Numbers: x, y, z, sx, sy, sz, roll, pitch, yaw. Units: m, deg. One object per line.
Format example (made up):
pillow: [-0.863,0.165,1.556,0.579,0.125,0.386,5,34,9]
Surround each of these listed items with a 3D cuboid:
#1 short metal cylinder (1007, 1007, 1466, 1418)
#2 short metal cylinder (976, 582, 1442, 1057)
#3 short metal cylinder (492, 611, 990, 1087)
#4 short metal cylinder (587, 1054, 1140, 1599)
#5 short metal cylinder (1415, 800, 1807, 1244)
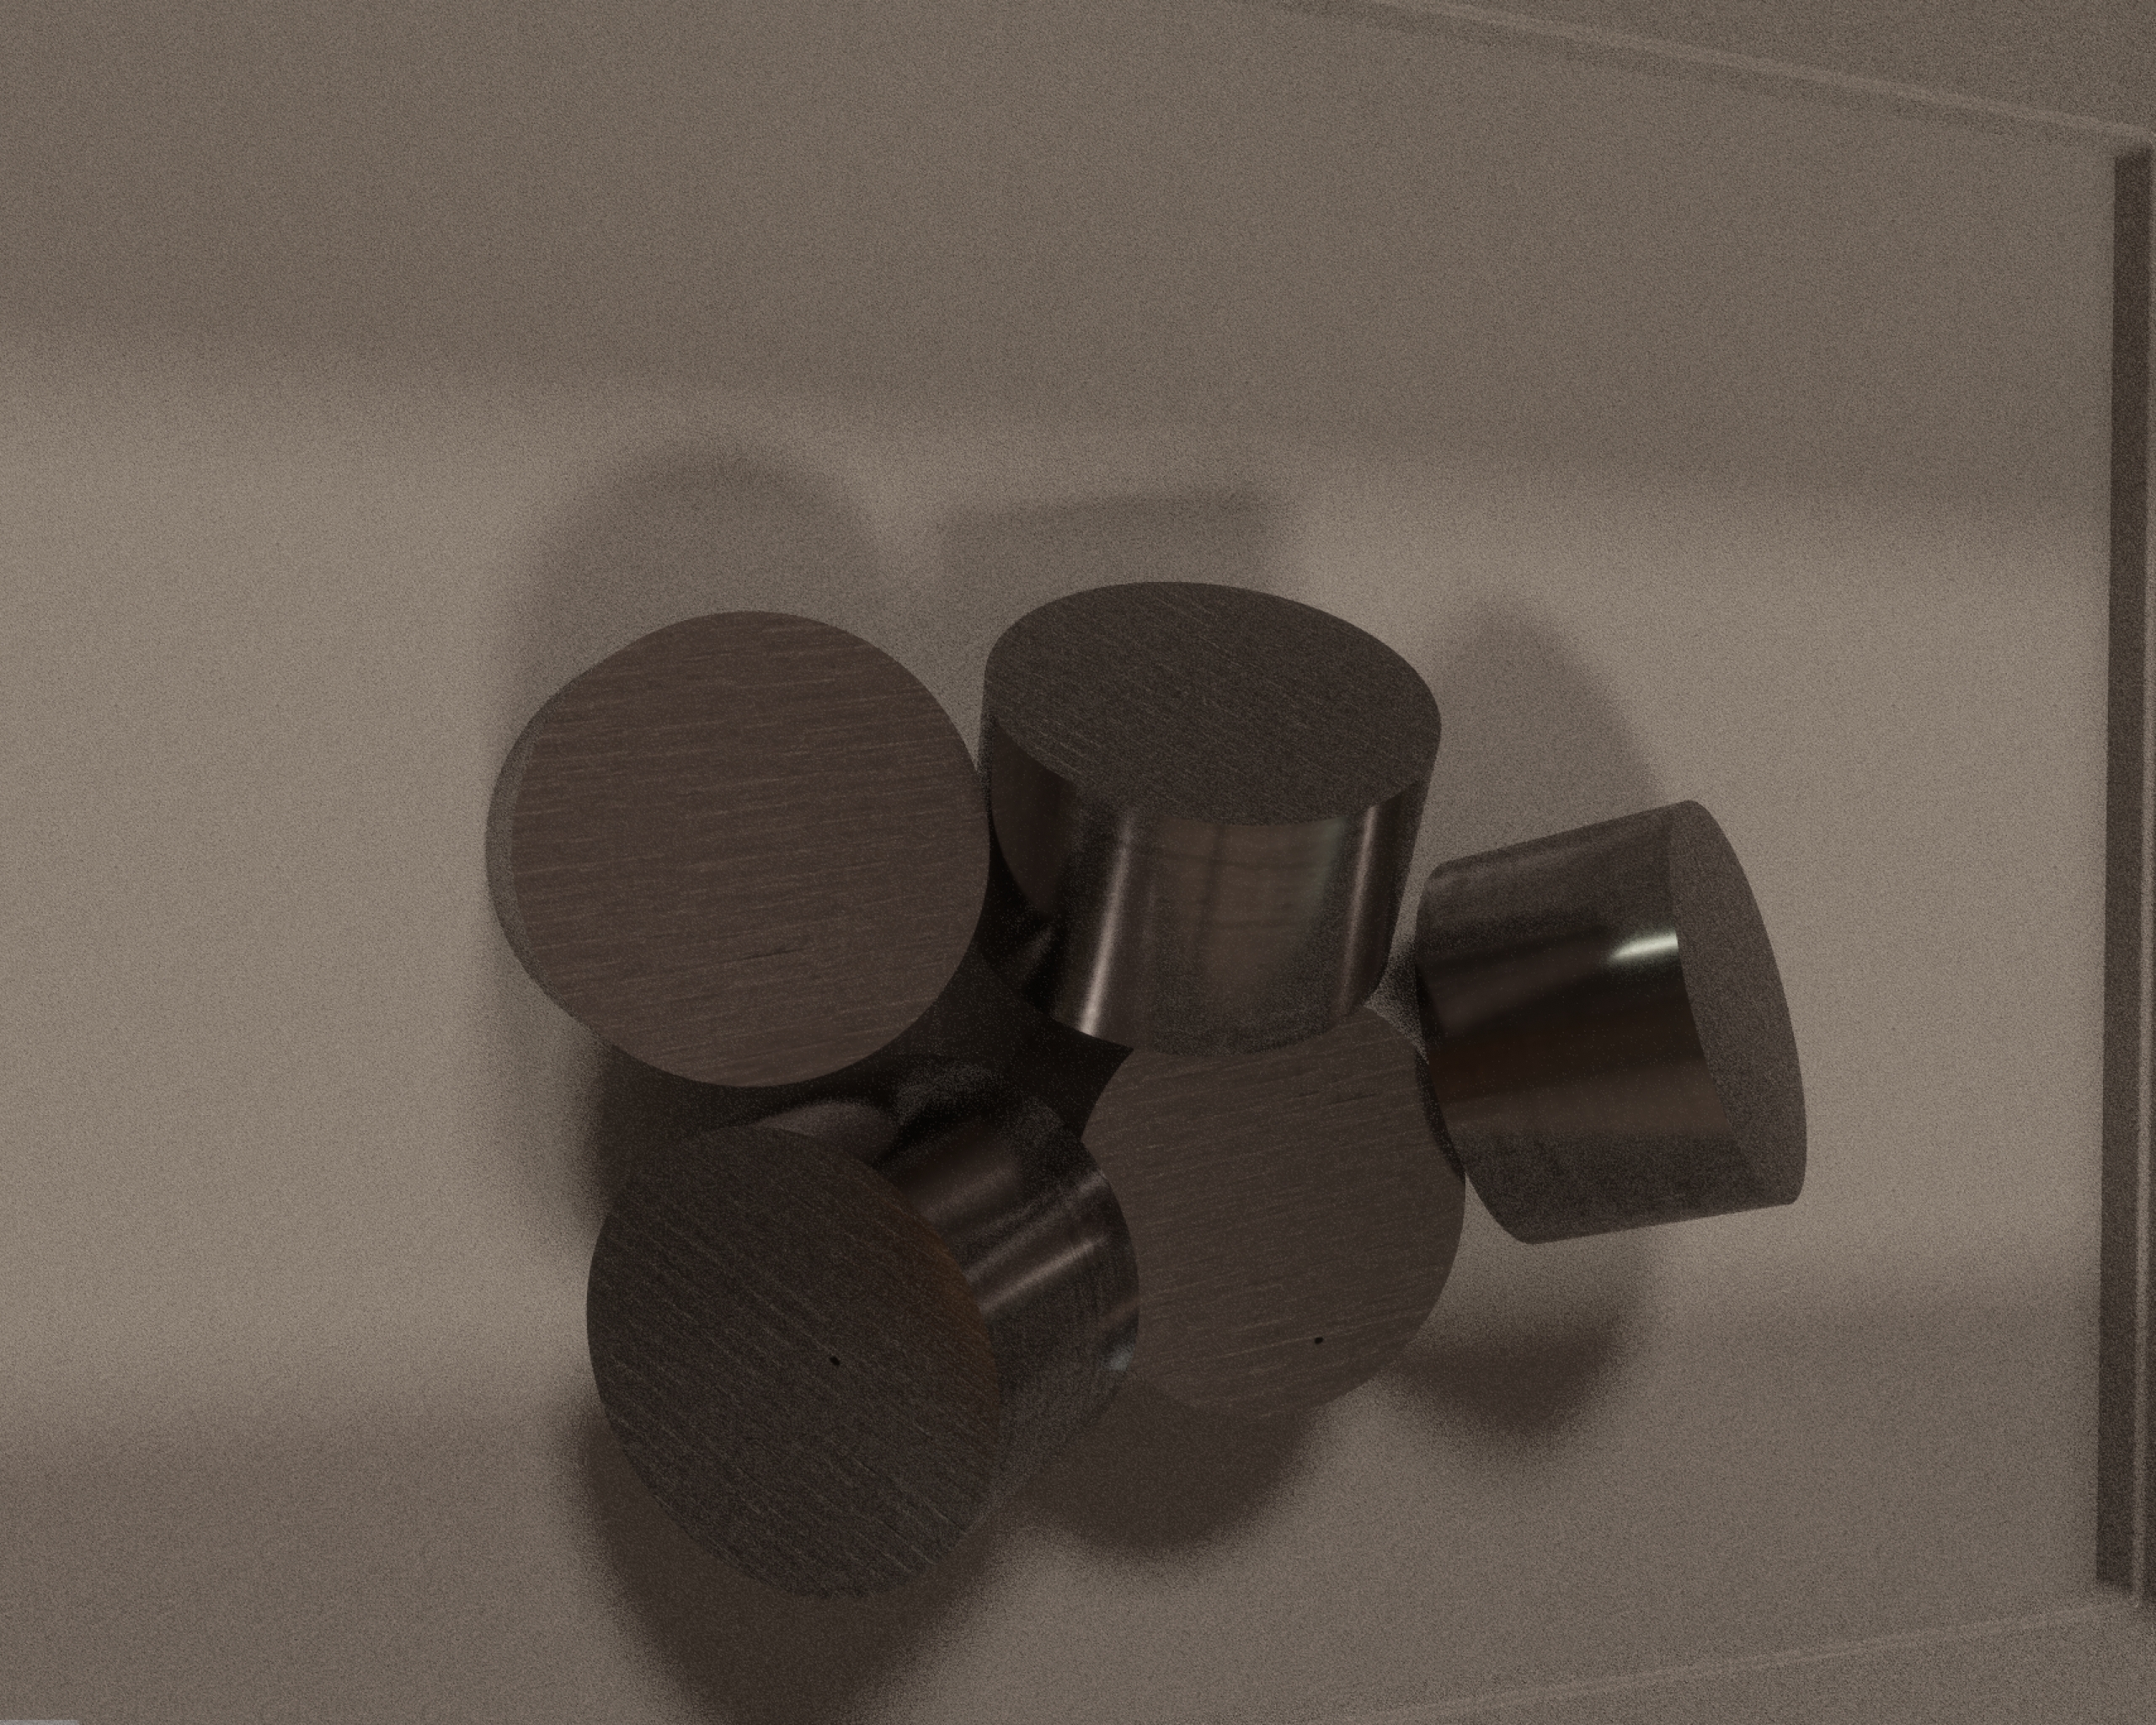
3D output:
short metal cylinder: [0.028,0.062,0.407,0.081,0.050,0.079,0,90,-21]
short metal cylinder: [0.021,-0.010,0.381,0.081,0.080,0.050,-9,129,-20]
short metal cylinder: [-0.062,-0.002,0.372,0.081,0.050,0.079,0,90,-21]
short metal cylinder: [-0.036,0.078,0.360,0.050,0.080,0.079,-18,99,-62]
short metal cylinder: [0.107,0.032,0.415,0.080,0.050,0.080,36,46,-49]
